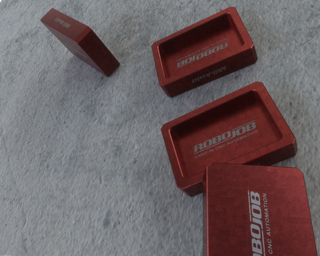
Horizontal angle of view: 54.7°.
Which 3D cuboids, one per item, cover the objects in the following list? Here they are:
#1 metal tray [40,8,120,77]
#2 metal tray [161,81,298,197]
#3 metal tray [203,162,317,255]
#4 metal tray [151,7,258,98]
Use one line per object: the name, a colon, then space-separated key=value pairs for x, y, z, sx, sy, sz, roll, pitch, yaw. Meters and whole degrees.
metal tray: x=-0.133 y=-0.143 z=0.517 sx=0.030 sy=0.090 sz=0.130 roll=-50 pitch=52 yaw=-6
metal tray: x=0.073 y=0.012 z=0.353 sx=0.130 sy=0.030 sz=0.090 roll=-25 pitch=53 yaw=12
metal tray: x=0.085 y=0.098 z=0.273 sx=0.091 sy=0.030 sz=0.130 roll=3 pitch=60 yaw=1
metal tray: x=0.058 y=-0.106 z=0.434 sx=0.130 sy=0.030 sz=0.090 roll=-21 pitch=54 yaw=15
